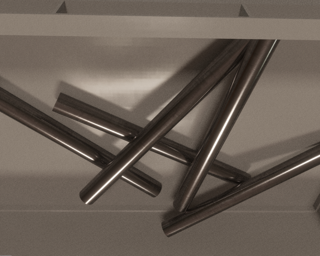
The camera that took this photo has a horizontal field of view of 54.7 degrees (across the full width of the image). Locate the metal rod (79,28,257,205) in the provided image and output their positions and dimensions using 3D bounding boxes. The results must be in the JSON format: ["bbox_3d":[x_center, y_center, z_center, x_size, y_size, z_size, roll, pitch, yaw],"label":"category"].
[{"bbox_3d":[-0.002,0.000,0.382,0.025,0.025,0.299,35,113,-26],"label":"metal rod"}]

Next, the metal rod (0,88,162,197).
[{"bbox_3d":[-0.115,0.022,0.425,0.301,0.025,0.025,35,122,-27],"label":"metal rod"}]

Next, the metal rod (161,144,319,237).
[{"bbox_3d":[0.138,0.086,0.453,0.300,0.025,0.025,-29,125,11],"label":"metal rod"}]

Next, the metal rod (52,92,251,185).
[{"bbox_3d":[0.003,0.025,0.430,0.302,0.025,0.025,24,126,-20],"label":"metal rod"}]

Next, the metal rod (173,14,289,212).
[{"bbox_3d":[0.070,0.008,0.383,0.025,0.025,0.298,11,129,-10],"label":"metal rod"}]
